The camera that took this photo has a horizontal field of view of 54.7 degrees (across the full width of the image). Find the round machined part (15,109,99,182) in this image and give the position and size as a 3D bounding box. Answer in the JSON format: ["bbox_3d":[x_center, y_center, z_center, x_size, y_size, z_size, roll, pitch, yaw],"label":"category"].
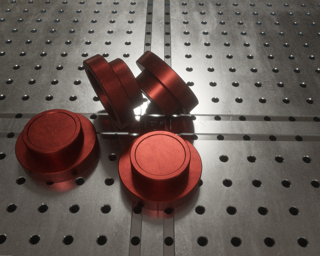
[{"bbox_3d":[-0.128,0.014,0.383,0.099,0.042,0.098,0,50,0],"label":"round machined part"}]

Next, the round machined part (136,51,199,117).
[{"bbox_3d":[0.002,-0.052,0.411,0.042,0.098,0.098,-45,60,0],"label":"round machined part"}]

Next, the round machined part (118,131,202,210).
[{"bbox_3d":[0.000,0.042,0.361,0.099,0.042,0.098,0,50,0],"label":"round machined part"}]

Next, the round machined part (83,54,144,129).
[{"bbox_3d":[-0.056,-0.051,0.399,0.042,0.098,0.098,-30,56,-13],"label":"round machined part"}]
